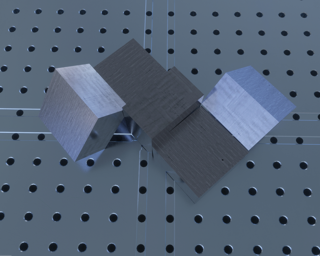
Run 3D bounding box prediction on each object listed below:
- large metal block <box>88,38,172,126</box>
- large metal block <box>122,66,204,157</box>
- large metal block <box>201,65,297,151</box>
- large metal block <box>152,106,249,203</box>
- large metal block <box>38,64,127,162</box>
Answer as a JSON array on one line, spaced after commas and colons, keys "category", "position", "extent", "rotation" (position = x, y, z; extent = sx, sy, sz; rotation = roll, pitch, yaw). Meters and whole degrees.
[{"category": "large metal block", "position": [-0.039, -0.059, 0.420], "extent": [0.080, 0.050, 0.080], "rotation": [-40, 76, -12]}, {"category": "large metal block", "position": [0.003, -0.018, 0.389], "extent": [0.080, 0.080, 0.050], "rotation": [-40, 76, -13]}, {"category": "large metal block", "position": [0.112, -0.029, 0.387], "extent": [0.080, 0.050, 0.081], "rotation": [47, 37, 14]}, {"category": "large metal block", "position": [0.048, 0.034, 0.386], "extent": [0.080, 0.050, 0.080], "rotation": [-39, 73, -13]}, {"category": "large metal block", "position": [-0.096, -0.020, 0.382], "extent": [0.080, 0.080, 0.050], "rotation": [47, 38, 15]}]
